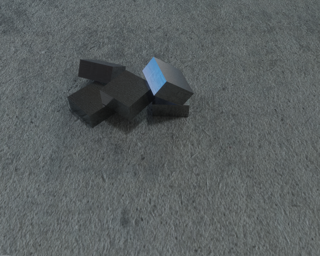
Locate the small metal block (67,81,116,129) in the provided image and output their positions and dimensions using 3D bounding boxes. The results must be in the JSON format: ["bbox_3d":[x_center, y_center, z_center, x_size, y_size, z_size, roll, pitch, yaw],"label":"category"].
[{"bbox_3d":[-0.091,-0.034,0.432,0.050,0.025,0.050,38,59,27],"label":"small metal block"}]

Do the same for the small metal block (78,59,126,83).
[{"bbox_3d":[-0.085,-0.084,0.459,0.050,0.025,0.050,15,15,11],"label":"small metal block"}]

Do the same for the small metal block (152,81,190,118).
[{"bbox_3d":[0.015,-0.042,0.440,0.050,0.025,0.050,2,50,1],"label":"small metal block"}]

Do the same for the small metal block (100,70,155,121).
[{"bbox_3d":[-0.042,-0.044,0.407,0.050,0.025,0.050,31,56,23],"label":"small metal block"}]

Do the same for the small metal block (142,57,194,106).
[{"bbox_3d":[0.010,-0.061,0.407,0.050,0.025,0.050,17,37,-41],"label":"small metal block"}]
